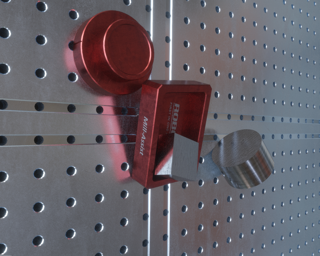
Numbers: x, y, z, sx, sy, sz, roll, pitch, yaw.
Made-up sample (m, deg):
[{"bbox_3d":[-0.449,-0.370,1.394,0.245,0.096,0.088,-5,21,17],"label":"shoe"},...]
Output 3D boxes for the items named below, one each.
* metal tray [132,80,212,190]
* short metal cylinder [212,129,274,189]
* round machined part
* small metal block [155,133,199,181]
[{"bbox_3d":[0.015,0.006,0.394,0.091,0.030,0.129,-6,111,-40],"label":"metal tray"},{"bbox_3d":[0.128,0.047,0.481,0.080,0.080,0.050,-51,120,-28],"label":"short metal cylinder"},{"bbox_3d":[-0.046,-0.087,0.359,0.099,0.042,0.097,0,90,-40],"label":"round machined part"},{"bbox_3d":[0.022,0.038,0.386,0.050,0.025,0.050,23,66,-44],"label":"small metal block"}]
